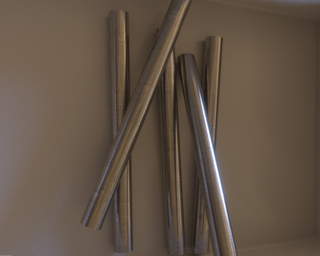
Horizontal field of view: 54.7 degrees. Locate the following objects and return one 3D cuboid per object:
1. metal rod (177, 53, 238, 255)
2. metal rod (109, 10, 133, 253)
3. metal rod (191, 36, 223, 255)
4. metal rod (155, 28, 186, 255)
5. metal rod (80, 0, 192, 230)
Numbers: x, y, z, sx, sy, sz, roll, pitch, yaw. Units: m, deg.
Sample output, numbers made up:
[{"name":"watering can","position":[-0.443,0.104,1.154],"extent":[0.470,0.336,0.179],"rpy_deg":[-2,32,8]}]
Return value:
[{"name":"metal rod","position":[0.056,0.042,0.369],"extent":[0.025,0.025,0.299],"rpy_deg":[0,66,-20]},{"name":"metal rod","position":[-0.049,0.005,0.392],"extent":[0.025,0.025,0.298],"rpy_deg":[-1,91,-20]},{"name":"metal rod","position":[0.066,0.023,0.434],"extent":[0.025,0.025,0.298],"rpy_deg":[5,89,-20]},{"name":"metal rod","position":[0.014,0.018,0.415],"extent":[0.025,0.025,0.298],"rpy_deg":[-3,91,-20]},{"name":"metal rod","position":[-0.025,-0.027,0.373],"extent":[0.025,0.025,0.299],"rpy_deg":[24,82,-19]}]
